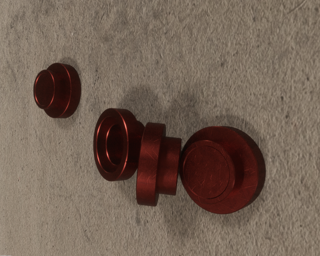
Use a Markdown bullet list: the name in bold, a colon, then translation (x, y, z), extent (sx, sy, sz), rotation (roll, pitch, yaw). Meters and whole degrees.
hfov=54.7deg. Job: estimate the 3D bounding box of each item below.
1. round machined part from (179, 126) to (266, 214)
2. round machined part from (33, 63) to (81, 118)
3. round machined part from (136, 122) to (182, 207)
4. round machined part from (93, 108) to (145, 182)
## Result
- **round machined part**: translation (0.061, 0.047, 0.343), extent (0.098, 0.042, 0.097), rotation (0, 90, 39)
- **round machined part**: translation (-0.186, -0.066, 0.544), extent (0.098, 0.042, 0.097), rotation (0, 90, 39)
- **round machined part**: translation (0.002, 0.044, 0.367), extent (0.042, 0.098, 0.097), rotation (6, 95, 4)
- **round machined part**: translation (-0.051, 0.022, 0.424), extent (0.098, 0.042, 0.097), rotation (-3, 86, 53)
